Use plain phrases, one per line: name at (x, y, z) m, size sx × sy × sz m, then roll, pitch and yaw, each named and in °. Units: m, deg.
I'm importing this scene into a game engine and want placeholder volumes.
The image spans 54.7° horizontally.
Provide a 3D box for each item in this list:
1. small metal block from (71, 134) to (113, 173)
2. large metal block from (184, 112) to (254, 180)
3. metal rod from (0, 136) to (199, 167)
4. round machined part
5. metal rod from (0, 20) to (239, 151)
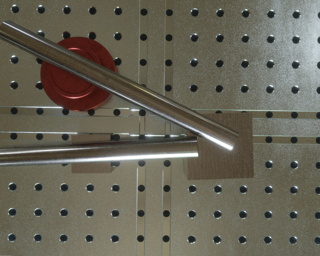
small metal block at (-0.089, 0.034, 0.413) m, size 0.050 × 0.025 × 0.050 m, roll 0°, pitch 90°, yaw -1°
large metal block at (0.072, 0.022, 0.399) m, size 0.081 × 0.050 × 0.079 m, roll -2°, pitch 90°, yaw -1°
metal rod at (-0.104, 0.032, 0.385) m, size 0.301 × 0.025 × 0.025 m, roll -4°, pitch 90°, yaw 10°
round machined part at (-0.107, -0.071, 0.403) m, size 0.099 × 0.042 × 0.097 m, roll 0°, pitch 90°, yaw -1°
metal rod at (-0.049, -0.050, 0.364) m, size 0.301 × 0.025 × 0.025 m, roll 26°, pitch 90°, yaw 2°
